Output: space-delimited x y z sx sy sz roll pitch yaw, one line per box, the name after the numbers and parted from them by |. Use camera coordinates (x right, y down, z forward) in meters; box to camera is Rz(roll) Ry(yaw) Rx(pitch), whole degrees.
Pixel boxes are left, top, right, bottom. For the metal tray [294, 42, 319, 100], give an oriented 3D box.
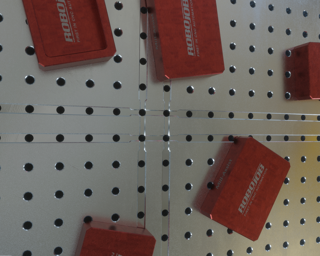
0.288 -0.093 0.519 0.131 0.030 0.089 -3 91 -20 | metal tray

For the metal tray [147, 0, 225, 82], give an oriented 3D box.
0.035 -0.134 0.424 0.091 0.030 0.129 -9 93 -20 | metal tray

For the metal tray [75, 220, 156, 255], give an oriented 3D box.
-0.065 0.190 0.387 0.091 0.030 0.129 16 85 -20 | metal tray

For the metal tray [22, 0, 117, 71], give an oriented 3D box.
-0.112 -0.141 0.368 0.091 0.030 0.129 -15 95 -20 | metal tray

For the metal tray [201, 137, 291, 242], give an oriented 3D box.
0.129 0.088 0.459 0.090 0.030 0.130 32 79 -18 | metal tray
